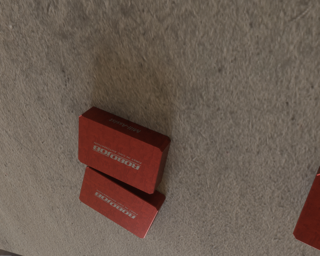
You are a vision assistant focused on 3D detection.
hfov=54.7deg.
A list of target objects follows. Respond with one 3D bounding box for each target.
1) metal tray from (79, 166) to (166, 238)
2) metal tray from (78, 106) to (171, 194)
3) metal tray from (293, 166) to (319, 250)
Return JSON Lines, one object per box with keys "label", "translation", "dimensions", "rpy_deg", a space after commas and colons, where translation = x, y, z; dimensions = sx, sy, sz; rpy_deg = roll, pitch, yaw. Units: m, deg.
{"label": "metal tray", "translation": [-0.065, 0.115, 0.507], "dimensions": [0.130, 0.030, 0.089], "rpy_deg": [29, 128, 9]}
{"label": "metal tray", "translation": [-0.056, 0.032, 0.451], "dimensions": [0.130, 0.030, 0.089], "rpy_deg": [22, 127, 14]}
{"label": "metal tray", "translation": [0.222, 0.104, 0.325], "dimensions": [0.130, 0.030, 0.089], "rpy_deg": [21, 114, 27]}
